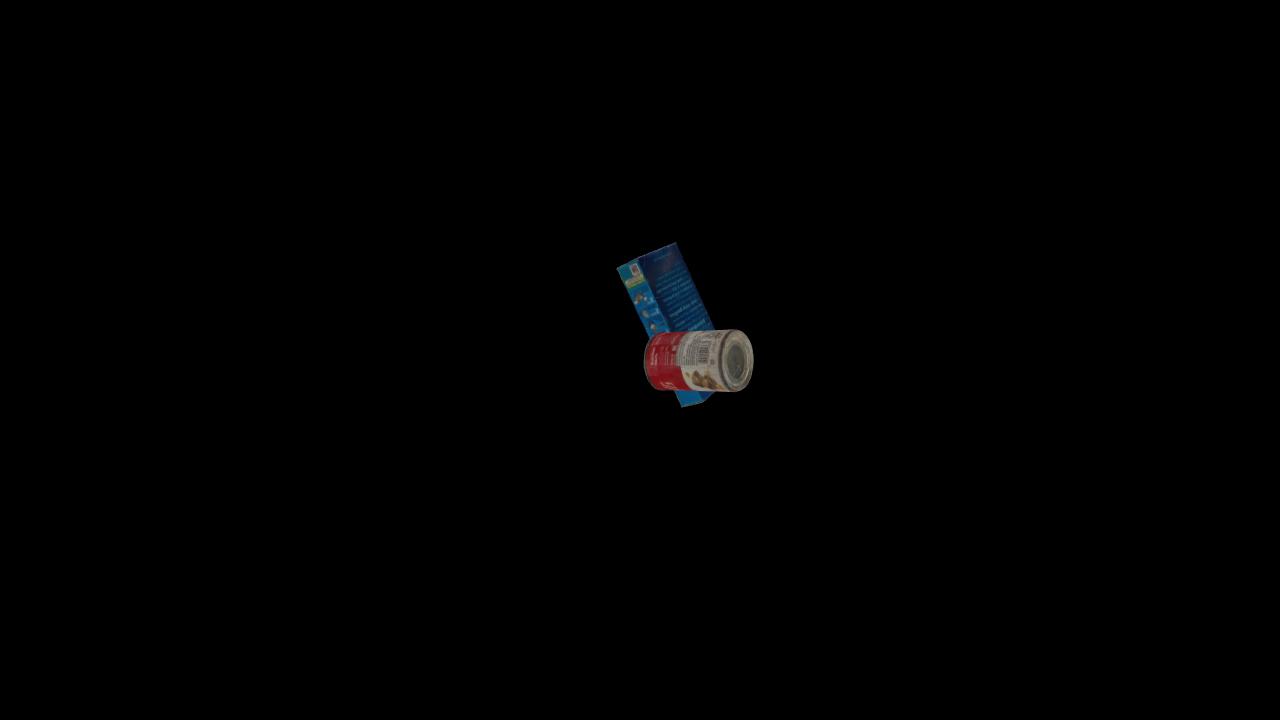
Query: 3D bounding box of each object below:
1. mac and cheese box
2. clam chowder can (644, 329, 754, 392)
[{"bbox_3d":[0.047,-0.045,0.749,0.041,0.184,0.093,-19,9,38],"label":"mac and cheese box"},{"bbox_3d":[0.064,0.001,0.673,0.102,0.068,0.068,-1,-1,40],"label":"clam chowder can"}]
